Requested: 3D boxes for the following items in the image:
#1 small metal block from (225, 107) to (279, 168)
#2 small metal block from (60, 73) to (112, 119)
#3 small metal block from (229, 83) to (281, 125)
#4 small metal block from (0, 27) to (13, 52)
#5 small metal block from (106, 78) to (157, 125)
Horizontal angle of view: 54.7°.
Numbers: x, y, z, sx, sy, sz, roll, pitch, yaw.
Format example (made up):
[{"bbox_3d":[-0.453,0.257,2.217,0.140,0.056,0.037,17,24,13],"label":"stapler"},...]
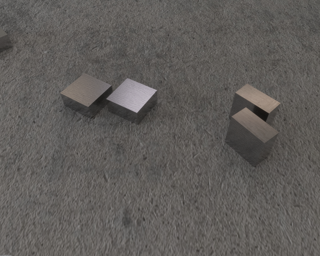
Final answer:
[{"bbox_3d":[0.110,0.012,0.378,0.025,0.050,0.050,-31,57,-23],"label":"small metal block"},{"bbox_3d":[-0.103,-0.046,0.441,0.050,0.025,0.050,26,55,20],"label":"small metal block"},{"bbox_3d":[0.122,-0.022,0.406,0.025,0.050,0.050,-37,59,-26],"label":"small metal block"},{"bbox_3d":[-0.290,-0.149,0.527,0.050,0.025,0.050,-35,58,-26],"label":"small metal block"},{"bbox_3d":[-0.038,-0.038,0.435,0.050,0.025,0.050,25,54,19],"label":"small metal block"}]
